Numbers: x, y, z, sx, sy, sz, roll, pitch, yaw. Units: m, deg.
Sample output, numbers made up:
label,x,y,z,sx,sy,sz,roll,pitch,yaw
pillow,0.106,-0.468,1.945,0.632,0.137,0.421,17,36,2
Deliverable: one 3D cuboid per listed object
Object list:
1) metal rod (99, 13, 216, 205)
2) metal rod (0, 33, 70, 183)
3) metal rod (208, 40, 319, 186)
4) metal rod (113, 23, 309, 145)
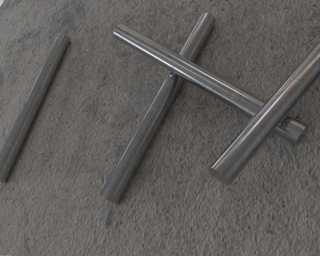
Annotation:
label,x,y,z,sx,sy,sz,roll,pitch,yaw
metal rod,0.004,-0.038,0.424,0.025,0.025,0.300,17,70,34
metal rod,-0.223,-0.049,0.551,0.025,0.025,0.300,0,61,28
metal rod,0.157,-0.058,0.330,0.301,0.025,0.025,-46,51,-15
metal rod,0.043,-0.070,0.397,0.300,0.025,0.025,37,82,30
